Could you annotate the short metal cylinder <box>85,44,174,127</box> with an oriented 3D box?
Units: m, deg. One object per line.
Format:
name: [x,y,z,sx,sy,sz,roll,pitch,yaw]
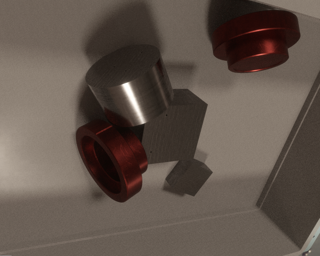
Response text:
short metal cylinder: [-0.031,-0.046,0.329,0.080,0.080,0.050,-30,129,-10]

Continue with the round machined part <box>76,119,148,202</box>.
round machined part: [-0.052,0.033,0.358,0.042,0.098,0.097,-31,131,-32]

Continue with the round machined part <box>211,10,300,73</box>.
round machined part: [0.112,-0.095,0.364,0.099,0.098,0.042,-2,82,-28]

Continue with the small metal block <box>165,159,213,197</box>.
small metal block: [0.045,0.074,0.482,0.050,0.025,0.050,27,103,-38]

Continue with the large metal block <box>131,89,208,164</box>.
large metal block: [0.005,-0.003,0.395,0.081,0.050,0.079,-4,120,-27]
